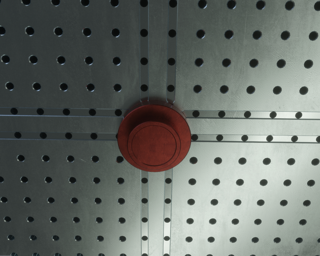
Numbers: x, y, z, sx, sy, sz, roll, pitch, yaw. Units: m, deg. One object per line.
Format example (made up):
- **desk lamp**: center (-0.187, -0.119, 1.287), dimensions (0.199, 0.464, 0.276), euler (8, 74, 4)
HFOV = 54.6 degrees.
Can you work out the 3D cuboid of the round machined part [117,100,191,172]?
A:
- **round machined part**: center (-0.008, 0.016, 0.410), dimensions (0.099, 0.042, 0.097), euler (0, 110, 0)
